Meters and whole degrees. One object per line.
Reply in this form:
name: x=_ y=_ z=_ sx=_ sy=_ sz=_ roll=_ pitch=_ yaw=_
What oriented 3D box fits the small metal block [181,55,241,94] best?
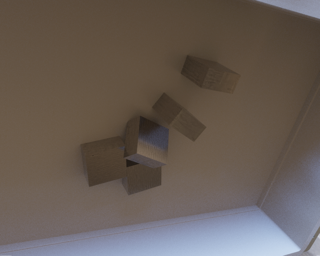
small metal block: x=0.063 y=-0.067 z=0.387 sx=0.050 sy=0.050 sz=0.025 roll=5 pitch=116 yaw=-31

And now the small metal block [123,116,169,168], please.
small metal block: x=-0.016 y=0.019 z=0.394 sx=0.050 sy=0.050 sz=0.025 roll=25 pitch=146 yaw=-37

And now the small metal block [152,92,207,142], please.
small metal block: x=0.024 y=-0.014 z=0.399 sx=0.050 sy=0.050 sz=0.025 roll=33 pitch=100 yaw=-39

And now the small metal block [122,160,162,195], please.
small metal block: x=-0.026 y=0.061 z=0.434 sx=0.050 sy=0.025 sz=0.050 roll=-13 pitch=124 yaw=-21

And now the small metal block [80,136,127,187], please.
small metal block: x=-0.071 y=0.042 z=0.397 sx=0.050 sy=0.025 sz=0.050 roll=-12 pitch=124 yaw=-22
